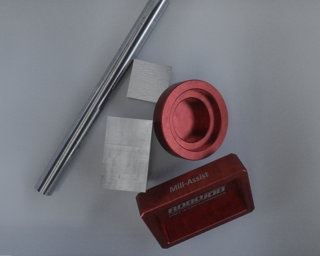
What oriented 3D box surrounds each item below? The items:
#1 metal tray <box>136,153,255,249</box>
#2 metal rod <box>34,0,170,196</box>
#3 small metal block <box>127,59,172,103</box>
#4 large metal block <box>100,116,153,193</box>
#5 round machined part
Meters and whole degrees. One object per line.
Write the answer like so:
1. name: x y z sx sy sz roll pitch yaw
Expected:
1. metal tray: 0.047 0.093 0.384 0.131 0.030 0.090 -23 130 0
2. metal rod: -0.076 -0.045 0.410 0.025 0.025 0.299 31 90 -1
3. small metal block: -0.014 -0.060 0.411 0.050 0.025 0.050 11 90 -1
4. large metal block: -0.037 0.031 0.381 0.050 0.080 0.080 6 86 0
5. round machined part: 0.035 -0.010 0.390 0.099 0.042 0.097 -1 92 -29
